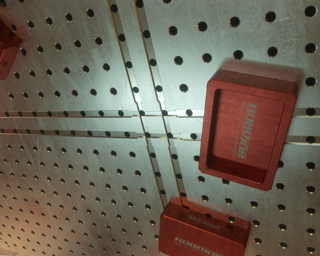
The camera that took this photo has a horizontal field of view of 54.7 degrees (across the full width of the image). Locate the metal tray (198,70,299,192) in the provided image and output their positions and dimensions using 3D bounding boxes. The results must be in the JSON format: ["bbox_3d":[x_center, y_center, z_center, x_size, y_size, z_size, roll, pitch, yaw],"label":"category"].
[{"bbox_3d":[0.097,0.005,0.359,0.090,0.030,0.129,14,124,20],"label":"metal tray"}]

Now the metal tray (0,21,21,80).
[{"bbox_3d":[-0.280,-0.142,0.464,0.130,0.030,0.090,45,129,-4],"label":"metal tray"}]

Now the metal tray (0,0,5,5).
[{"bbox_3d":[-0.210,-0.217,0.382,0.130,0.030,0.090,-18,110,34],"label":"metal tray"}]

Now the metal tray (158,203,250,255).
[{"bbox_3d":[0.064,0.177,0.483,0.130,0.030,0.089,15,125,19],"label":"metal tray"}]
